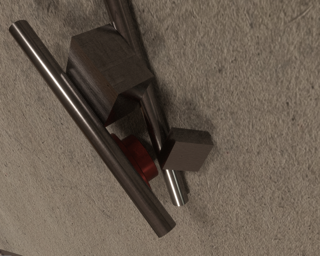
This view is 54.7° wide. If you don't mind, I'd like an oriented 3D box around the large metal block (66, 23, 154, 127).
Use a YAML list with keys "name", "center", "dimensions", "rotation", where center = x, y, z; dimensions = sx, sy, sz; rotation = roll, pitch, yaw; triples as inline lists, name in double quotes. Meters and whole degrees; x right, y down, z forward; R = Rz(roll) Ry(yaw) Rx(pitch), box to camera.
- name: "large metal block"
  center: [-0.063, -0.058, 0.362]
  dimensions: [0.080, 0.050, 0.080]
  rotation: [51, 147, 8]

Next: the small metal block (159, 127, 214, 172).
- name: "small metal block"
  center: [0.032, 0.028, 0.390]
  dimensions: [0.050, 0.025, 0.050]
  rotation: [7, 130, -20]

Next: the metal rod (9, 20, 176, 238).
- name: "metal rod"
  center: [-0.081, -0.003, 0.363]
  dimensions: [0.299, 0.025, 0.025]
  rotation: [53, 129, 5]

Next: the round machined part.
- name: "round machined part"
  center: [-0.038, 0.048, 0.423]
  dimensions: [0.098, 0.042, 0.098]
  rotation: [51, 165, 21]

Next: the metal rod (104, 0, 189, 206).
- name: "metal rod"
  center: [-0.012, -0.024, 0.396]
  dimensions: [0.025, 0.025, 0.298]
  rotation: [-4, 117, 29]
